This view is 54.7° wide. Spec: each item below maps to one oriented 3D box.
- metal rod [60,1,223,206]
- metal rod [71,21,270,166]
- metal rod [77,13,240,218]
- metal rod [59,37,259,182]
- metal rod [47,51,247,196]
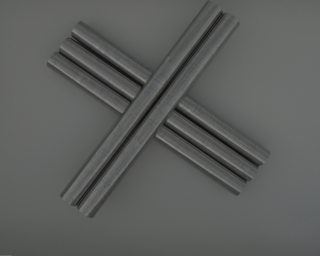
[{"bbox_3d":[-0.023,-0.030,0.385,0.025,0.025,0.300,37,90,0],"label":"metal rod"},{"bbox_3d":[0.014,-0.045,0.410,0.301,0.025,0.025,35,90,0],"label":"metal rod"},{"bbox_3d":[-0.002,-0.016,0.385,0.025,0.025,0.300,37,90,0],"label":"metal rod"},{"bbox_3d":[-0.001,-0.024,0.410,0.301,0.025,0.025,34,90,0],"label":"metal rod"},{"bbox_3d":[-0.017,-0.005,0.410,0.301,0.025,0.025,34,90,0],"label":"metal rod"}]
